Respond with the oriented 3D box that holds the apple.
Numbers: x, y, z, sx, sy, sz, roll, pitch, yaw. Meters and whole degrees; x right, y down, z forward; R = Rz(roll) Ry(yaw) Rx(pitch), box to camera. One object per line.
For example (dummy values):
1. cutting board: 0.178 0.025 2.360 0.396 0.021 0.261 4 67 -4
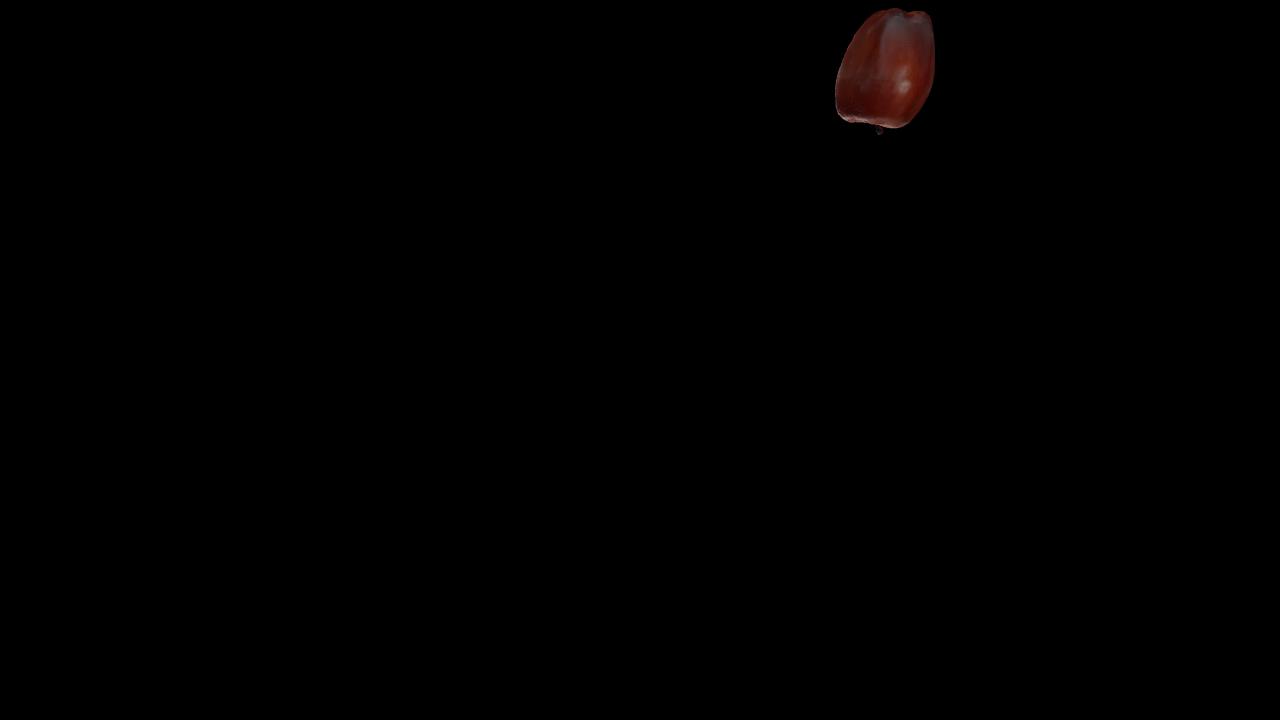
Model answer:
1. apple: 0.205 -0.236 0.508 0.079 0.093 0.079 4 25 -2
